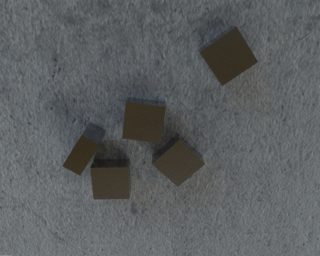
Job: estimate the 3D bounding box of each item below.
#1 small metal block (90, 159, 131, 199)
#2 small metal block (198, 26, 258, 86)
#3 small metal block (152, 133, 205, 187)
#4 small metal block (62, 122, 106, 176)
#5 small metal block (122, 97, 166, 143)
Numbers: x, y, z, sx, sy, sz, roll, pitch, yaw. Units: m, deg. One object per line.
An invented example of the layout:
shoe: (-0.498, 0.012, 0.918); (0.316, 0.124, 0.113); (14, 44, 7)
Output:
small metal block: (-0.068, 0.072, 0.435); (0.050, 0.025, 0.050); (-1, 110, 0)
small metal block: (0.082, -0.088, 0.378); (0.050, 0.025, 0.050); (-34, 107, 11)
small metal block: (0.025, 0.044, 0.427); (0.050, 0.025, 0.050); (-43, 105, 14)
small metal block: (-0.098, 0.026, 0.405); (0.025, 0.050, 0.050); (32, 107, -11)
small metal block: (-0.021, -0.011, 0.406); (0.050, 0.025, 0.050); (7, 110, -3)
